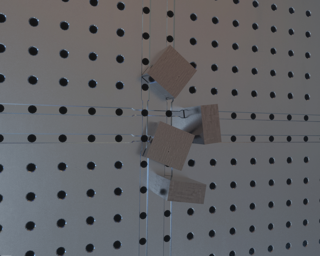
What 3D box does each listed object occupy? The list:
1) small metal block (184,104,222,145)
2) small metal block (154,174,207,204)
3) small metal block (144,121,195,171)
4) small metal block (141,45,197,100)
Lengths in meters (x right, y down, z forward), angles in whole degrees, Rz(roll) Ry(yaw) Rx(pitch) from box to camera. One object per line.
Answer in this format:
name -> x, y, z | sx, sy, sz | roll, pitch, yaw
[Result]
small metal block -> 0.057, -0.005, 0.420 | 0.025, 0.050, 0.050 | -7, 92, -20
small metal block -> 0.025, 0.080, 0.409 | 0.050, 0.050, 0.025 | 10, 87, -20
small metal block -> 0.012, 0.024, 0.413 | 0.050, 0.025, 0.050 | 23, 83, -9
small metal block -> 0.012, -0.074, 0.417 | 0.050, 0.025, 0.050 | 41, 77, -16
